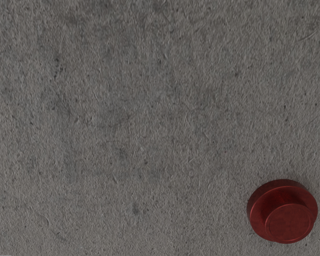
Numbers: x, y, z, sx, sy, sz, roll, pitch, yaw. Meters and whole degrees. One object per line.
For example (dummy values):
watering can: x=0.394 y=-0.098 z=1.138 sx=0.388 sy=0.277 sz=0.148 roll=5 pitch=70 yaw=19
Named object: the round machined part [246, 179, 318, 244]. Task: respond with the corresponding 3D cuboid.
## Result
round machined part: x=0.180 y=0.127 z=0.449 sx=0.099 sy=0.042 sz=0.097 roll=0 pitch=110 yaw=0
